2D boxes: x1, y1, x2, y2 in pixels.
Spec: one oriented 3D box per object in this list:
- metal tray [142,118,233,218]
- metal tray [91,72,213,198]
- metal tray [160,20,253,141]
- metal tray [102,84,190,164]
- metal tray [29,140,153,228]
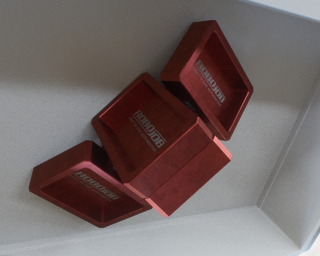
[{"bbox_3d":[0.017,0.035,0.355,0.090,0.130,0.030,-42,106,0],"label":"metal tray"},{"bbox_3d":[-0.016,0.000,0.329,0.090,0.130,0.030,-42,129,1],"label":"metal tray"},{"bbox_3d":[0.065,-0.054,0.384,0.130,0.030,0.090,46,66,-39],"label":"metal tray"},{"bbox_3d":[0.000,0.014,0.413,0.130,0.030,0.090,-43,130,1],"label":"metal tray"},{"bbox_3d":[-0.080,0.076,0.385,0.090,0.030,0.130,-27,133,19],"label":"metal tray"}]
